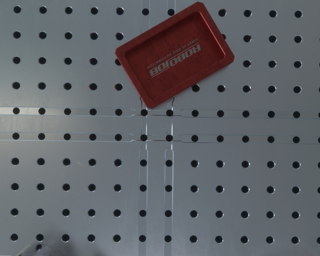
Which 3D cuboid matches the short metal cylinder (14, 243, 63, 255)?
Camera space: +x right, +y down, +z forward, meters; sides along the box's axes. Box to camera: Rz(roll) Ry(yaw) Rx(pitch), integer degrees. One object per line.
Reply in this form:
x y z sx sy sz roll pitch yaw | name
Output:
-0.166 0.198 0.400 0.081 0.050 0.079 0 90 0 | short metal cylinder

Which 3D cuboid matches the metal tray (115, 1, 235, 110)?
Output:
0.019 -0.093 0.410 0.130 0.030 0.090 -30 90 0 | metal tray
